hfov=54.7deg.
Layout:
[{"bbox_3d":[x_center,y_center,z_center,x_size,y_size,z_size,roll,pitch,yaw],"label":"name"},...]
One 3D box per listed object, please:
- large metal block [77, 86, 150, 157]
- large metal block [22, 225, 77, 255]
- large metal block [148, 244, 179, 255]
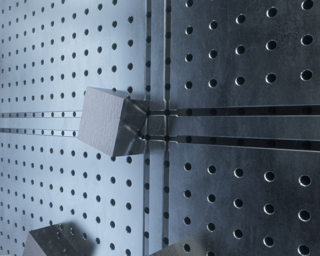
[{"bbox_3d":[-0.069,-0.011,0.447,0.080,0.050,0.079,21,103,37],"label":"large metal block"},{"bbox_3d":[-0.202,0.236,0.556,0.080,0.050,0.079,31,109,35],"label":"large metal block"},{"bbox_3d":[-0.001,0.210,0.392,0.080,0.050,0.080,-50,61,28],"label":"large metal block"}]
